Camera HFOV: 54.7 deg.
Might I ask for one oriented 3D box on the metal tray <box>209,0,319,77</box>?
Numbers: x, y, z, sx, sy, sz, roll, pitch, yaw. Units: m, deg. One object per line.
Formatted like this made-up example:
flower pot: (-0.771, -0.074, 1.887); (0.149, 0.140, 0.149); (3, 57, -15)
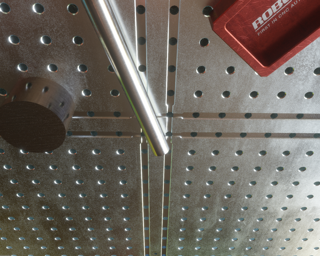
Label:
metal tray: (0.125, -0.122, 0.304); (0.090, 0.030, 0.130); (35, 122, -26)

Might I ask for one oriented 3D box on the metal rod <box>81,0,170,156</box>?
metal rod: (-0.044, -0.078, 0.344); (0.025, 0.025, 0.299); (-14, 129, 11)

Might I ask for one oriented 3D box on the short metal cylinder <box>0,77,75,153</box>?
short metal cylinder: (-0.151, -0.015, 0.381); (0.081, 0.050, 0.079); (0, 130, 0)
